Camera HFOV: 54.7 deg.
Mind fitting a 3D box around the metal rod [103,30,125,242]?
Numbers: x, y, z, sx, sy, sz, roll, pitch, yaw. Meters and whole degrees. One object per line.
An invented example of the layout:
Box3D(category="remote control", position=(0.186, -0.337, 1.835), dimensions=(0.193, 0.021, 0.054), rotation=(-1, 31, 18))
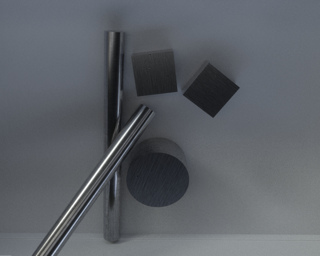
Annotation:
Box3D(category="metal rod", position=(-0.063, 0.025, 0.419), dimensions=(0.025, 0.025, 0.298), rotation=(3, 110, -2))

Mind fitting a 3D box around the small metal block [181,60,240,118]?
Box3D(category="small metal block", position=(0.063, -0.050, 0.394), dimensions=(0.050, 0.025, 0.050), rotation=(36, 106, -13))

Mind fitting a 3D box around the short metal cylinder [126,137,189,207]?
Box3D(category="short metal cylinder", position=(-0.003, 0.059, 0.420), dimensions=(0.081, 0.050, 0.079), rotation=(0, 110, -1))

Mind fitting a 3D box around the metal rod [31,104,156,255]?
Box3D(category="metal rod", position=(-0.100, 0.097, 0.380), dimensions=(0.025, 0.025, 0.300), rotation=(37, 81, -13))

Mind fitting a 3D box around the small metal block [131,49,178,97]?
Box3D(category="small metal block", position=(-0.006, -0.069, 0.386), dimensions=(0.050, 0.025, 0.050), rotation=(-7, 110, 2))
